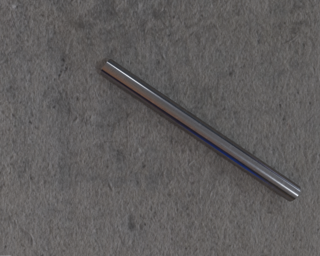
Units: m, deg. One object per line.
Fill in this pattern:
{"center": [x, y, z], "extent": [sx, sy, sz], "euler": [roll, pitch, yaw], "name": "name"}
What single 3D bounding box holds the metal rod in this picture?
{"center": [0.054, 0.003, 0.410], "extent": [0.301, 0.025, 0.025], "euler": [34, 90, -1], "name": "metal rod"}
